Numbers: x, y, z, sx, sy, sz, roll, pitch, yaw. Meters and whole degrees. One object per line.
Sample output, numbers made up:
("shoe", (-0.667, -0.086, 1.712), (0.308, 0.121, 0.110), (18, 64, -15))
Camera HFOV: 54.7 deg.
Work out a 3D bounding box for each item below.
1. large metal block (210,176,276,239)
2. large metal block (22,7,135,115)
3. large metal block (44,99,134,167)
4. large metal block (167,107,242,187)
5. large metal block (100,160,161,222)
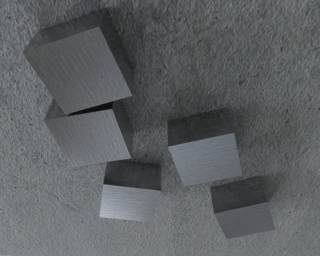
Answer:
("large metal block", (0.134, 0.131, 0.503), (0.080, 0.050, 0.080), (-17, 128, 13))
("large metal block", (-0.080, -0.069, 0.331), (0.080, 0.050, 0.080), (-15, 129, 12))
("large metal block", (-0.084, -0.001, 0.389), (0.080, 0.050, 0.080), (-9, 130, 7))
("large metal block", (0.060, 0.027, 0.414), (0.080, 0.050, 0.080), (-13, 129, 10))
("large metal block", (-0.045, 0.096, 0.472), (0.081, 0.050, 0.079), (8, 130, -7))
